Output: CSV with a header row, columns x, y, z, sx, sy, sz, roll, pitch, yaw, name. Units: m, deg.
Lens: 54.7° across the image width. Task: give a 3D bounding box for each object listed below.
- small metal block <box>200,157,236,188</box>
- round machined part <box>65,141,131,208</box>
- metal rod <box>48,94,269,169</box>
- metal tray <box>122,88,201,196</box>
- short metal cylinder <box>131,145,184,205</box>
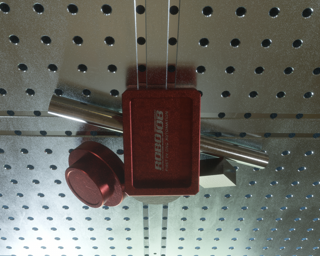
x,y,z,sx,sy,sz,roll,pitch,yaw,name
0.078,0.066,0.449,0.050,0.025,0.050,-11,148,30,small metal block
-0.090,0.070,0.424,0.098,0.042,0.097,20,130,26,round machined part
0.008,0.009,0.414,0.302,0.025,0.025,15,129,-13,metal rod
0.002,0.017,0.379,0.091,0.030,0.129,-1,101,-1,metal tray
-0.005,0.066,0.446,0.081,0.050,0.079,0,130,0,short metal cylinder
